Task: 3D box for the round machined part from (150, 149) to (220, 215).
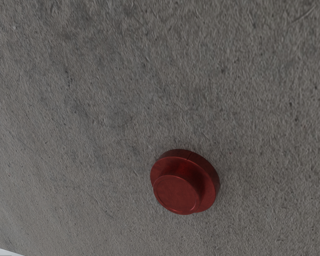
[{"bbox_3d":[0.030,0.081,0.431,0.098,0.042,0.097,13,124,21],"label":"round machined part"}]
